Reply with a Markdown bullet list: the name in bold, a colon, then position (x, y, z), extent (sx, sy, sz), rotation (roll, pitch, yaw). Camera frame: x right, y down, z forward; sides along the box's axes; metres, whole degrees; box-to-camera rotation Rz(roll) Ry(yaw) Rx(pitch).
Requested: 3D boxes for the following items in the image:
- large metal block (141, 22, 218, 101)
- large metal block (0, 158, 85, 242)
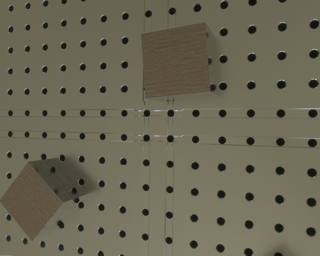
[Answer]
- **large metal block**: position (0.026, -0.079, 0.391), extent (0.080, 0.050, 0.080), rotation (-4, 89, 20)
- **large metal block**: position (-0.175, 0.104, 0.462), extent (0.080, 0.050, 0.080), rotation (43, 104, 15)
